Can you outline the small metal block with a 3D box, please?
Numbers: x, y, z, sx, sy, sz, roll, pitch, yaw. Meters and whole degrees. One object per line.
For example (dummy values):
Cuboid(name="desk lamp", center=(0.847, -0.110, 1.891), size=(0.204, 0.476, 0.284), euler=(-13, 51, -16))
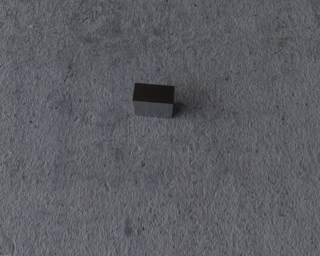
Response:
Cuboid(name="small metal block", center=(-0.008, -0.035, 0.408), size=(0.050, 0.050, 0.025), euler=(5, 70, 1))
